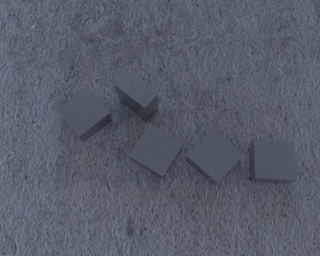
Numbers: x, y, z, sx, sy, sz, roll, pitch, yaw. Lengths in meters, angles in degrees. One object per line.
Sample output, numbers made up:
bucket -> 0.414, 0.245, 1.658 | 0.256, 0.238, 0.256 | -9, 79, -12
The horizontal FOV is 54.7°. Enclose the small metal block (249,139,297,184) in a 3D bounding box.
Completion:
small metal block -> 0.142, 0.043, 0.393 | 0.050, 0.025, 0.050 | 4, 70, 1

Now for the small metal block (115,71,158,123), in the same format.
small metal block -> -0.030, -0.040, 0.409 | 0.050, 0.050, 0.025 | 38, 75, 12

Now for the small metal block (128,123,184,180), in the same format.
small metal block -> -0.004, 0.030, 0.397 | 0.050, 0.025, 0.050 | 30, 73, 10

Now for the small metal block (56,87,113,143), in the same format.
small metal block -> -0.100, -0.017, 0.414 | 0.050, 0.025, 0.050 | -40, 75, -13

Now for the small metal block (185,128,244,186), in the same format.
small metal block -> 0.069, 0.037, 0.395 | 0.050, 0.025, 0.050 | 41, 75, 13
